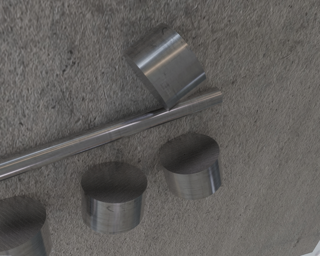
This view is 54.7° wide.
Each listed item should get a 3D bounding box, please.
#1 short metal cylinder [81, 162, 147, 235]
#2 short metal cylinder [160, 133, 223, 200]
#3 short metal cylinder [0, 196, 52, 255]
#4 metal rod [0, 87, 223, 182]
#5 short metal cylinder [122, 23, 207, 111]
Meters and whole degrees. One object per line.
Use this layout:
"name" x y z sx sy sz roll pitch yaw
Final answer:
"short metal cylinder" -0.058 0.086 0.393 0.081 0.080 0.050 -7 122 -25
"short metal cylinder" 0.044 0.052 0.427 0.081 0.080 0.050 -25 128 -13
"short metal cylinder" -0.170 0.125 0.356 0.081 0.080 0.050 -11 123 -23
"metal rod" -0.058 0.004 0.377 0.302 0.025 0.025 -20 126 -17
"short metal cylinder" 0.005 -0.064 0.334 0.050 0.080 0.080 -39 129 -2
